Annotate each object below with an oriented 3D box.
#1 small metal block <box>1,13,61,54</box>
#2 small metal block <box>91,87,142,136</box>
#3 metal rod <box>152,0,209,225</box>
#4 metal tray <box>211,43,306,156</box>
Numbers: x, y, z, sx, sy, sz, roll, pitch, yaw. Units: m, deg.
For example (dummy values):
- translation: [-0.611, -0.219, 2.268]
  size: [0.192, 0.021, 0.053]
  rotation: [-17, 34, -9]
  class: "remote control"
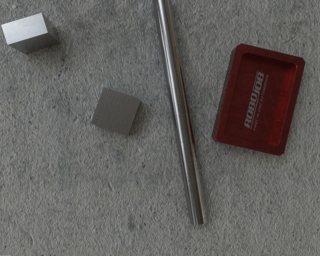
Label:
- translation: [-0.162, -0.119, 0.395]
  size: [0.050, 0.050, 0.025]
  rotation: [-17, 90, 0]
  class: "small metal block"
- translation: [-0.057, -0.021, 0.409]
  size: [0.050, 0.025, 0.050]
  rotation: [19, 90, -1]
  class: "small metal block"
- translation: [0.027, -0.023, 0.410]
  size: [0.025, 0.025, 0.298]
  rotation: [-10, 90, 0]
  class: "metal rod"
- translation: [0.128, -0.036, 0.409]
  size: [0.091, 0.030, 0.129]
  rotation: [13, 90, -1]
  class: "metal tray"
